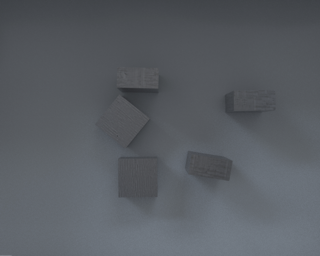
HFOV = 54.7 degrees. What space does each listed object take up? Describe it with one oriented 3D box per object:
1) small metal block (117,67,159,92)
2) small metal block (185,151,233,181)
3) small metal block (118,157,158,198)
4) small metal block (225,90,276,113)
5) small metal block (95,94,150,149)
[{"bbox_3d":[-0.027,-0.061,0.398,0.050,0.050,0.025,1,90,0],"label":"small metal block"},{"bbox_3d":[0.061,0.048,0.399,0.050,0.050,0.025,9,90,0],"label":"small metal block"},{"bbox_3d":[-0.028,0.064,0.411,0.050,0.025,0.050,-1,90,0],"label":"small metal block"},{"bbox_3d":[0.115,-0.033,0.400,0.050,0.050,0.025,-1,90,0],"label":"small metal block"},{"bbox_3d":[-0.048,-0.009,0.411,0.050,0.025,0.050,39,90,0],"label":"small metal block"}]
